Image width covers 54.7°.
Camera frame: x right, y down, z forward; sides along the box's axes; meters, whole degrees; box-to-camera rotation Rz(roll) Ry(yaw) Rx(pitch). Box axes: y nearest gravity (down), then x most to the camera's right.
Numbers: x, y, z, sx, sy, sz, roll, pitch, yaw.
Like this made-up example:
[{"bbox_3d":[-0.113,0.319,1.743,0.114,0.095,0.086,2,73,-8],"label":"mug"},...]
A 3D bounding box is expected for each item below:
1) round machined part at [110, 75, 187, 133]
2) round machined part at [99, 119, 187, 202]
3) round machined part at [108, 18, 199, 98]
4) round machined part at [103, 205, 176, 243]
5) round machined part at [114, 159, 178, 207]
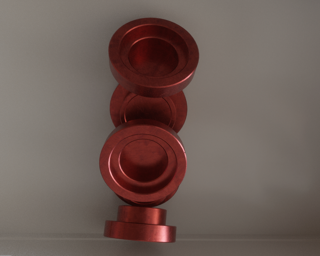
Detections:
[{"bbox_3d":[-0.014,-0.022,0.392,0.099,0.042,0.097,0,110,-1],"label":"round machined part"},{"bbox_3d":[-0.019,0.035,0.367,0.099,0.042,0.097,0,110,-1],"label":"round machined part"},{"bbox_3d":[-0.008,-0.075,0.353,0.099,0.098,0.042,7,152,-3],"label":"round machined part"},{"bbox_3d":[-0.026,0.132,0.430,0.099,0.098,0.042,6,73,-3],"label":"round machined part"},{"bbox_3d":[-0.021,0.069,0.425,0.099,0.042,0.097,0,110,-1],"label":"round machined part"}]
